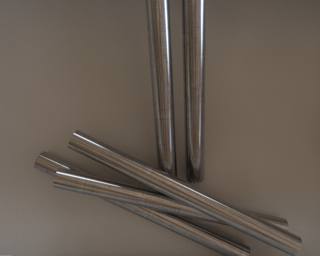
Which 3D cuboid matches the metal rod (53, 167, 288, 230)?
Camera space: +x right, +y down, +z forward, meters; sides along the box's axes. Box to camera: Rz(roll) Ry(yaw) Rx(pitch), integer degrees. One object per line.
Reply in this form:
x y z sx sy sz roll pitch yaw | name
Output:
0.019 0.097 0.396 0.302 0.025 0.025 14 90 -7 | metal rod

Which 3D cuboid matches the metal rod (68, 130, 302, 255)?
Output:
0.029 0.079 0.379 0.301 0.025 0.025 26 90 1 | metal rod

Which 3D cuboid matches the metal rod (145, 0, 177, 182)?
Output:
0.003 -0.055 0.351 0.025 0.025 0.298 -4 115 0 | metal rod

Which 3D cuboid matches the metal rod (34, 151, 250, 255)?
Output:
-0.023 0.105 0.411 0.301 0.025 0.025 25 90 -1 | metal rod

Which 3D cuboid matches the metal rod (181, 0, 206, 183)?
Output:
0.039 -0.067 0.348 0.025 0.025 0.298 -4 116 0 | metal rod
